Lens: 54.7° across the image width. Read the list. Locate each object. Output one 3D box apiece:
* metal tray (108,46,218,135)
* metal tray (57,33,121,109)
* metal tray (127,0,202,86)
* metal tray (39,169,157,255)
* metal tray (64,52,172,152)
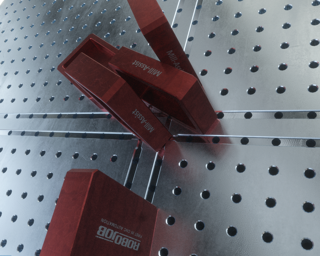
[{"bbox_3d":[0.003,-0.048,0.393,0.130,0.090,0.030,31,79,37],"label":"metal tray"},{"bbox_3d":[-0.107,-0.099,0.519,0.090,0.030,0.130,-47,52,-5],"label":"metal tray"},{"bbox_3d":[0.007,-0.112,0.404,0.030,0.130,0.090,-29,52,10],"label":"metal tray"},{"bbox_3d":[-0.050,0.104,0.302,0.030,0.130,0.090,-3,61,27],"label":"metal tray"},{"bbox_3d":[-0.048,-0.028,0.382,0.030,0.130,0.090,-50,52,-6],"label":"metal tray"}]
